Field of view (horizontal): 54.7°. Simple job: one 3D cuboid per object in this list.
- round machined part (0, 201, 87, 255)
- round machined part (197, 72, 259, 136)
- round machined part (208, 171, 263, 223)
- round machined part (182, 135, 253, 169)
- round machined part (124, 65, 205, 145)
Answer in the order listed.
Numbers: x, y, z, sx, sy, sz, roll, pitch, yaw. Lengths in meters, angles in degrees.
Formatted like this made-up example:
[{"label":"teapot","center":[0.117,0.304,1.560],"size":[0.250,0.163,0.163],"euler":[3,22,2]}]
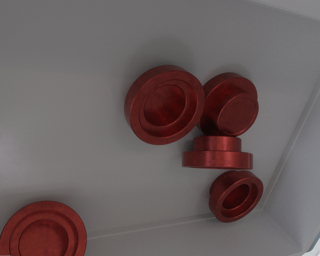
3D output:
[{"label":"round machined part","center":[-0.145,0.144,0.383],"size":[0.099,0.098,0.042],"euler":[0,152,-28]},{"label":"round machined part","center":[0.098,-0.025,0.436],"size":[0.099,0.042,0.097],"euler":[-14,124,-21]},{"label":"round machined part","center":[0.125,0.112,0.535],"size":[0.099,0.042,0.097],"euler":[-14,124,-21]},{"label":"round machined part","center":[0.081,0.036,0.440],"size":[0.099,0.098,0.042],"euler":[8,79,-32]},{"label":"round machined part","center":[0.002,-0.031,0.380],"size":[0.099,0.042,0.097],"euler":[-14,124,-21]}]
